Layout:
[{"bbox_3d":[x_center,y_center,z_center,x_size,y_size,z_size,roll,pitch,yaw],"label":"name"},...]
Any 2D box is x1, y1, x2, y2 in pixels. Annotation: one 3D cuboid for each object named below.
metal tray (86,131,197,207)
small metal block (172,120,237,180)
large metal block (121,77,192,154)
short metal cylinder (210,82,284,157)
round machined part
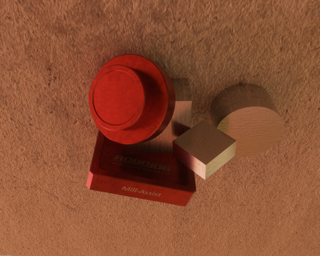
[{"bbox_3d":[-0.022,0.047,0.405,0.131,0.090,0.030,13,129,-11],"label":"metal tray"},{"bbox_3d":[0.050,0.023,0.353,0.050,0.050,0.025,-33,139,-27],"label":"small metal block"},{"bbox_3d":[-0.004,-0.014,0.381,0.080,0.050,0.079,-1,130,1],"label":"large metal block"},{"bbox_3d":[0.105,-0.010,0.386,0.081,0.050,0.079,0,130,0],"label":"short metal cylinder"},{"bbox_3d":[-0.037,-0.031,0.333,0.098,0.098,0.042,-30,169,22],"label":"round machined part"}]
